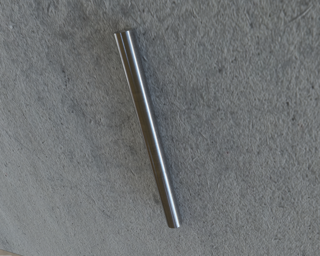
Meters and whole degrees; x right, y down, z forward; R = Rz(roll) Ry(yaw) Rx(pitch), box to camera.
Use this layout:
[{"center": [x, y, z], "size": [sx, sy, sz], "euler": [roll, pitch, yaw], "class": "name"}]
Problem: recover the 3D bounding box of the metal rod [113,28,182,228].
[{"center": [-0.010, 0.018, 0.423], "size": [0.025, 0.025, 0.298], "euler": [0, 119, 28], "class": "metal rod"}]
